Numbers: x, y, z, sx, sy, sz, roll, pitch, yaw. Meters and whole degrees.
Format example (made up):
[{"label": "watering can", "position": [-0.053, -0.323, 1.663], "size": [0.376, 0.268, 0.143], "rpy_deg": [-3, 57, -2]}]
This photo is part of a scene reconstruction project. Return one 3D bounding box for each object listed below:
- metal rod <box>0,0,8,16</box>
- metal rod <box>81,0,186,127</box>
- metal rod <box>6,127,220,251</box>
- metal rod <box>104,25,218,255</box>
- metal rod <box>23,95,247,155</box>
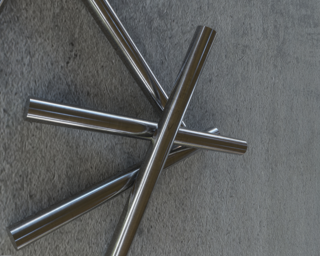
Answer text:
[{"label": "metal rod", "position": [-0.173, -0.050, 0.259], "size": [0.025, 0.025, 0.299], "rpy_deg": [29, 72, -36]}, {"label": "metal rod", "position": [-0.052, -0.111, 0.360], "size": [0.025, 0.025, 0.299], "rpy_deg": [-49, 119, -29]}, {"label": "metal rod", "position": [-0.028, 0.057, 0.381], "size": [0.302, 0.025, 0.025], "rpy_deg": [-23, 105, -38]}, {"label": "metal rod", "position": [-0.002, 0.027, 0.356], "size": [0.025, 0.025, 0.299], "rpy_deg": [21, 91, -38]}, {"label": "metal rod", "position": [-0.004, 0.005, 0.380], "size": [0.302, 0.025, 0.025], "rpy_deg": [11, 83, -33]}]
